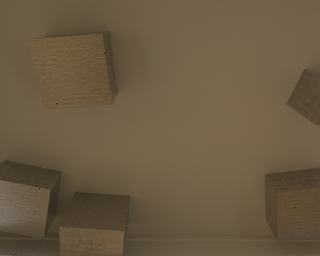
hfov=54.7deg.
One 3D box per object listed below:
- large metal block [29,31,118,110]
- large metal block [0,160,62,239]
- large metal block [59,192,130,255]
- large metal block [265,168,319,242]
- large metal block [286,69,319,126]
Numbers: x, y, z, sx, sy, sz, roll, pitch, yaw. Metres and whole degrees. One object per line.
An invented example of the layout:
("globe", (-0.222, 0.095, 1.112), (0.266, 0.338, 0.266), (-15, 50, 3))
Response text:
("large metal block", (-0.099, -0.070, 0.371), (0.080, 0.050, 0.079), (-4, 110, 1))
("large metal block", (-0.190, 0.099, 0.433), (0.080, 0.050, 0.079), (13, 110, -5))
("large metal block", (-0.087, 0.135, 0.431), (0.081, 0.080, 0.050), (5, 110, -2))
("large metal block", (0.198, 0.108, 0.439), (0.080, 0.050, 0.079), (-8, 110, 2))
("large metal block", (0.215, -0.028, 0.373), (0.080, 0.080, 0.050), (18, 109, -7))
